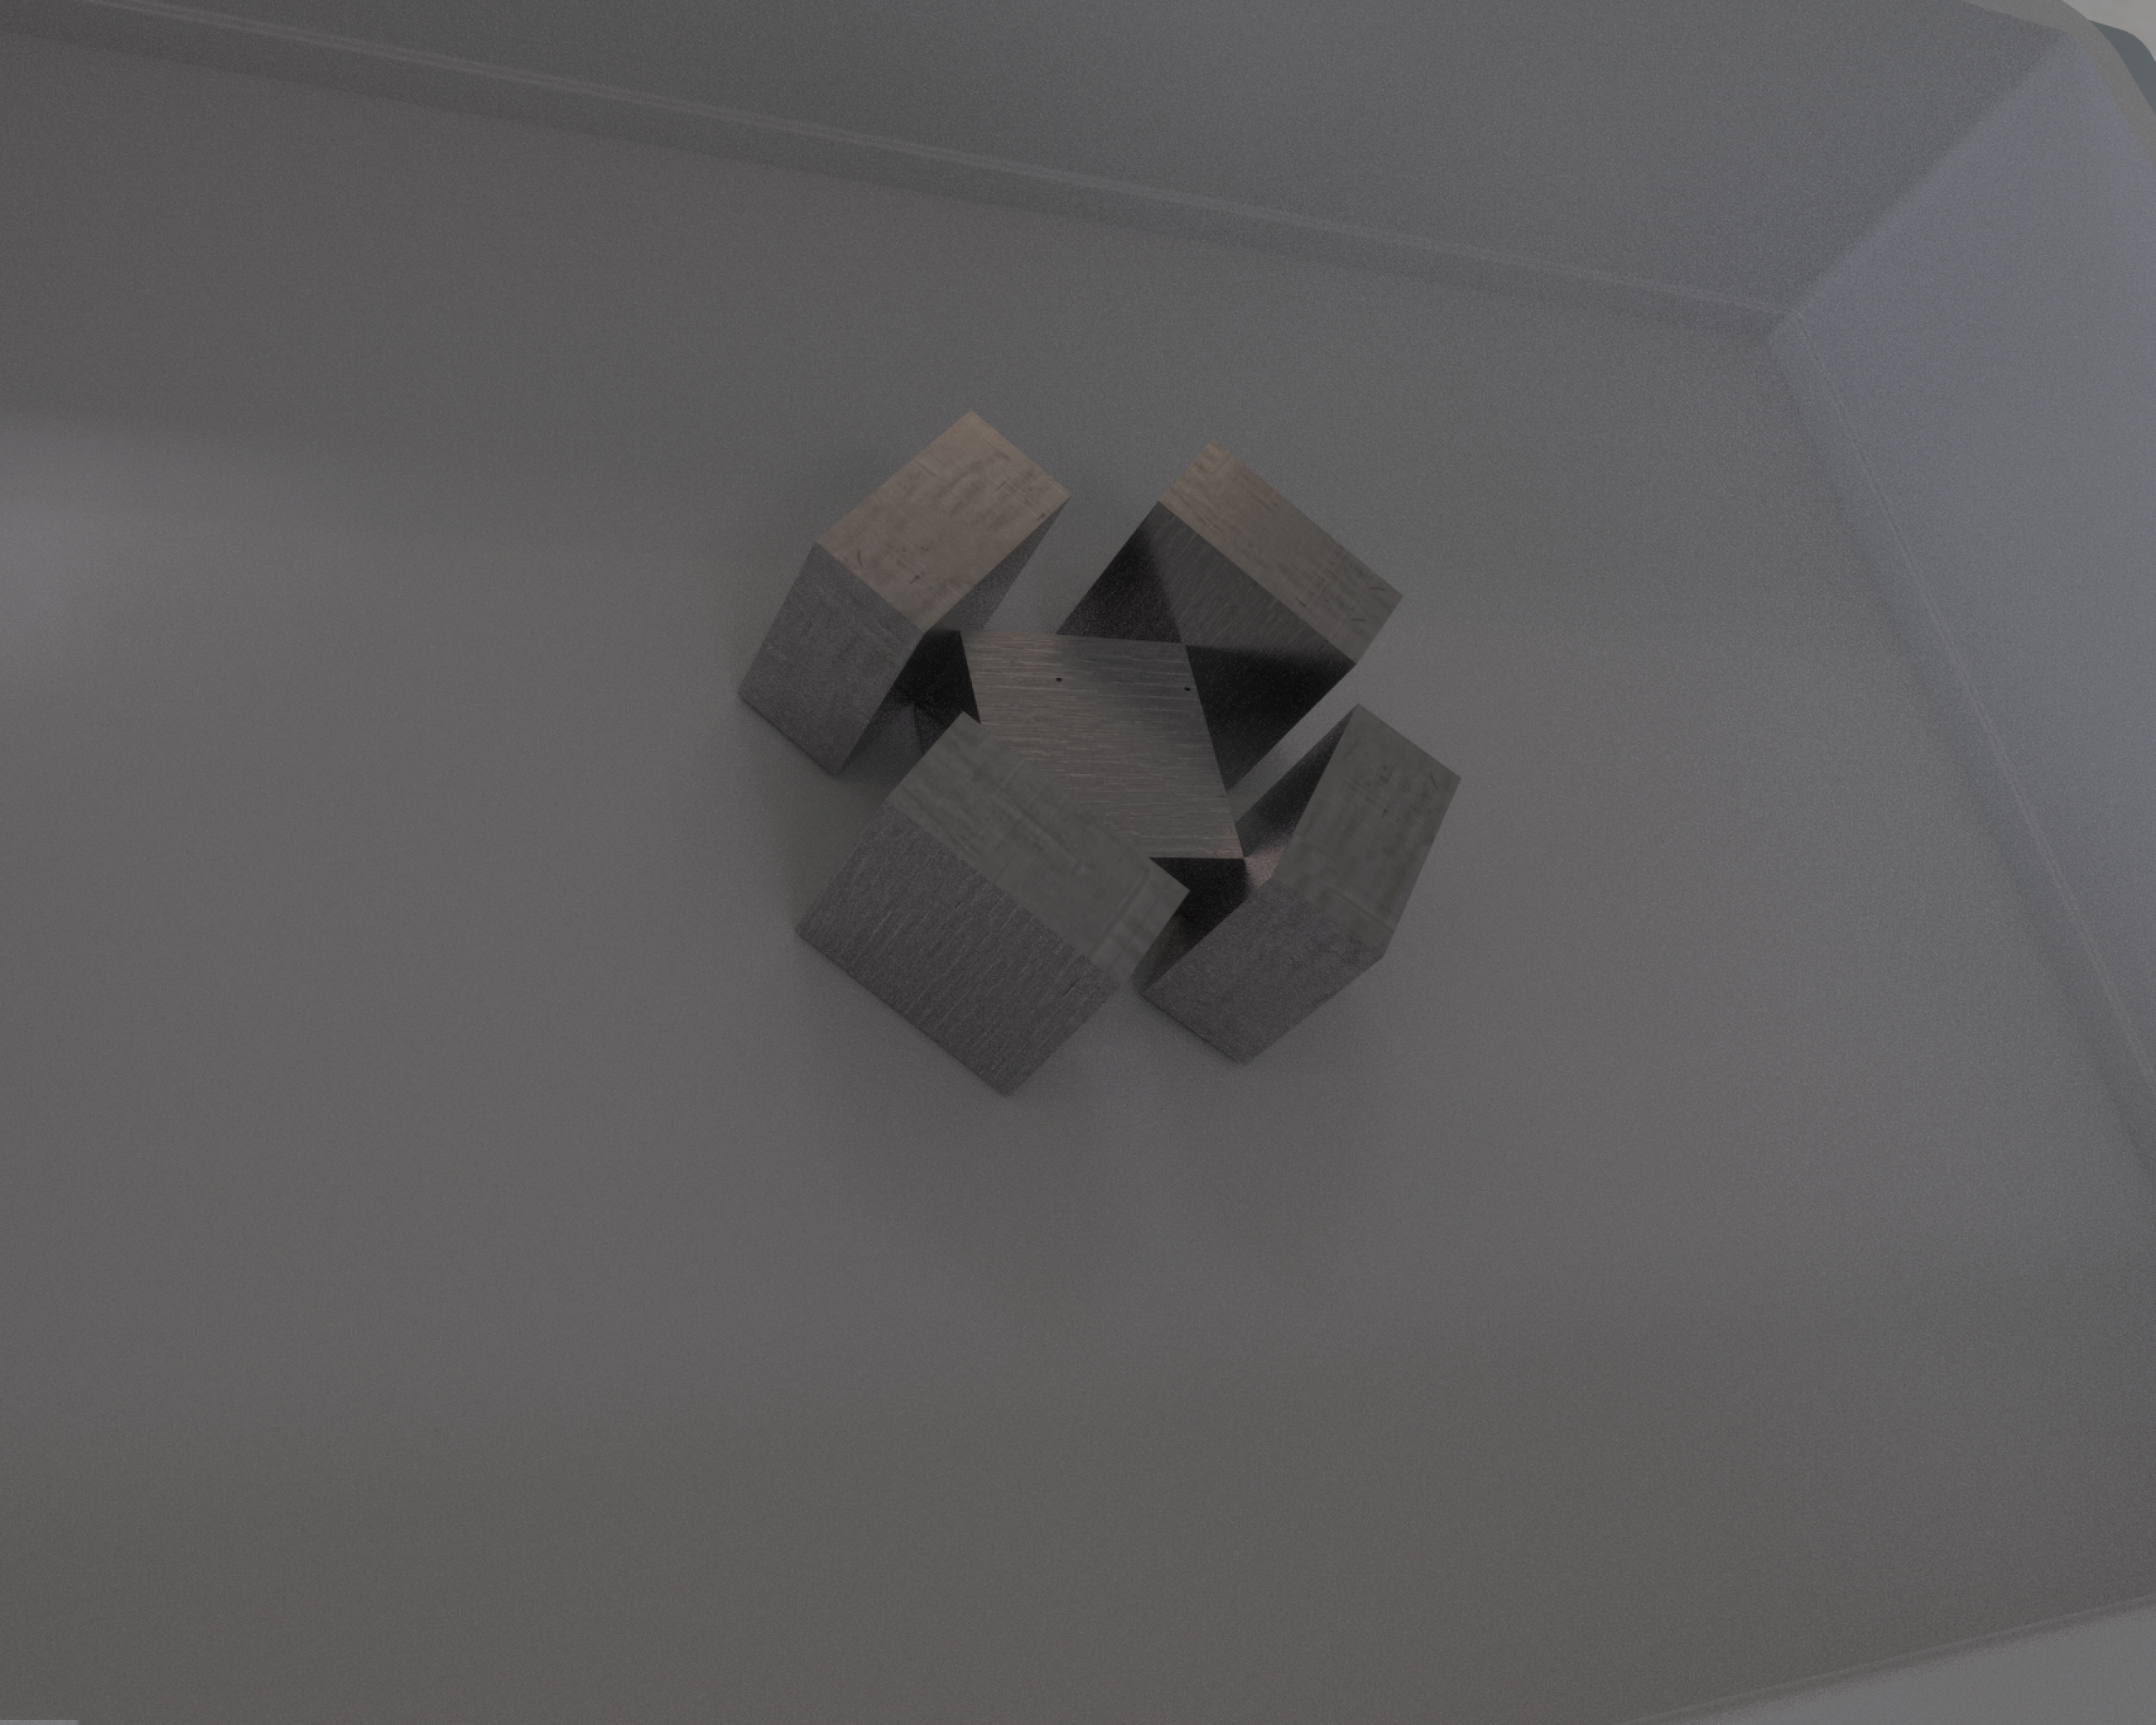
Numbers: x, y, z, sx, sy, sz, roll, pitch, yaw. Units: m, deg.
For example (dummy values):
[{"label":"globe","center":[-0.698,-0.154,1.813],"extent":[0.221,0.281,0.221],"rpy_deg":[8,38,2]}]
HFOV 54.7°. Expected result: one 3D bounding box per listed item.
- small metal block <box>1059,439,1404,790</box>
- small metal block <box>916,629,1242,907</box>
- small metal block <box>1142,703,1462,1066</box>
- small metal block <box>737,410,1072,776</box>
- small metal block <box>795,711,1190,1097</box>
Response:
[{"label":"small metal block","center":[0.030,-0.051,0.433],"extent":[0.050,0.050,0.025],"rpy_deg":[39,50,-3]},{"label":"small metal block","center":[0.000,-0.017,0.413],"extent":[0.050,0.025,0.050],"rpy_deg":[1,61,-28]},{"label":"small metal block","center":[0.044,0.005,0.407],"extent":[0.025,0.050,0.050],"rpy_deg":[36,50,-6]},{"label":"small metal block","center":[-0.034,-0.051,0.400],"extent":[0.025,0.050,0.050],"rpy_deg":[41,52,0]},{"label":"small metal block","center":[-0.016,0.009,0.373],"extent":[0.050,0.050,0.025],"rpy_deg":[39,52,-2]}]
